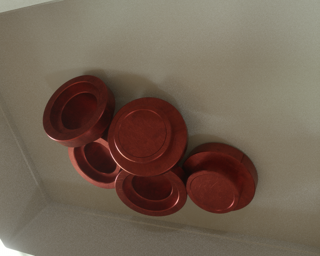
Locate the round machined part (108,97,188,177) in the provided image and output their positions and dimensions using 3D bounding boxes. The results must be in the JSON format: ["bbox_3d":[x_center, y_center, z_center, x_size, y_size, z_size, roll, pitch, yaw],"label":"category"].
[{"bbox_3d":[-0.017,0.009,0.373,0.098,0.042,0.097,-2,79,10],"label":"round machined part"}]

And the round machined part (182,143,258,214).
[{"bbox_3d":[0.073,0.071,0.400,0.098,0.042,0.097,13,124,20],"label":"round machined part"}]

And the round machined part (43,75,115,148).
[{"bbox_3d":[-0.102,-0.019,0.413,0.098,0.098,0.042,3,155,26],"label":"round machined part"}]

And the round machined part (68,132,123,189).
[{"bbox_3d":[-0.083,0.039,0.461,0.098,0.042,0.097,13,124,20],"label":"round machined part"}]

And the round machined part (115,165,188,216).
[{"bbox_3d":[-0.009,0.074,0.429,0.099,0.042,0.097,6,125,8],"label":"round machined part"}]
